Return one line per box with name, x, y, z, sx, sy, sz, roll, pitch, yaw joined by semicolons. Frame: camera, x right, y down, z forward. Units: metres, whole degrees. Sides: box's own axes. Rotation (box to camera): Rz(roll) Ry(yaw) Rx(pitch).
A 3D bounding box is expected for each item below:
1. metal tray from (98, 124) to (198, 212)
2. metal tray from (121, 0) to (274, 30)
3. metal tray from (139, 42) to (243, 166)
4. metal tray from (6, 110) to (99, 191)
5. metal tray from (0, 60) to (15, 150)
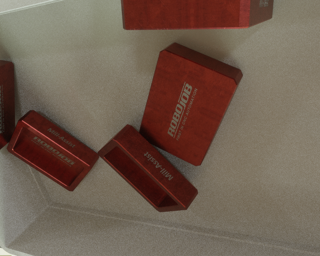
metal tray;-0.020;0.061;0.428;0.130;0.030;0.090;45;151;-6
metal tray;0.039;-0.102;0.255;0.090;0.131;0.030;7;113;24
metal tray;0.031;-0.025;0.373;0.090;0.030;0.129;26;127;11
metal tray;-0.176;0.040;0.507;0.130;0.030;0.090;36;129;-9
metal tray;-0.251;-0.029;0.458;0.030;0.090;0.129;9;112;-2
